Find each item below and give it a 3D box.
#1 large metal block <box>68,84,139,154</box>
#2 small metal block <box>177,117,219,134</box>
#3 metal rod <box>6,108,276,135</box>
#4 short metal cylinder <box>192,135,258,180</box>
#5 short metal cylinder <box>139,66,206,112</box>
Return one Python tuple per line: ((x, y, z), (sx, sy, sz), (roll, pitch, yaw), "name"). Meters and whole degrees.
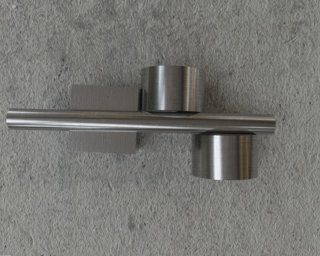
((-0.068, -0.011, 0.395), (0.081, 0.050, 0.079), (3, 90, -1), "large metal block")
((0.046, -0.005, 0.398), (0.050, 0.050, 0.025), (1, 90, -1), "small metal block")
((-0.020, -0.007, 0.360), (0.302, 0.025, 0.025), (1, 90, -2), "metal rod")
((0.080, 0.033, 0.384), (0.081, 0.080, 0.050), (0, 90, -1), "short metal cylinder")
((0.016, -0.045, 0.385), (0.081, 0.080, 0.050), (2, 90, -1), "short metal cylinder")
